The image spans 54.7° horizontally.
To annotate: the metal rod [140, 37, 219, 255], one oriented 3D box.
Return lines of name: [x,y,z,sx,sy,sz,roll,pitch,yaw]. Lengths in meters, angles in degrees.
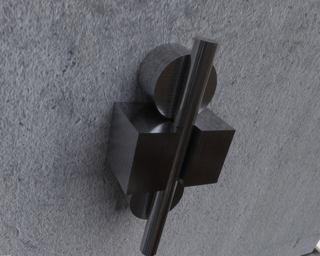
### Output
metal rod: [0.016,0.041,0.377,0.025,0.025,0.298,-1,119,-28]

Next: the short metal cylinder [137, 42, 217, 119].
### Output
short metal cylinder: [0.020,-0.056,0.368,0.081,0.050,0.079,-14,124,-21]

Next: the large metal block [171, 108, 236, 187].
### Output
large metal block: [0.044,0.019,0.408,0.050,0.080,0.079,-1,119,-28]

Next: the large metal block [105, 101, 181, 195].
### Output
large metal block: [-0.024,0.021,0.372,0.050,0.080,0.079,-1,119,-28]

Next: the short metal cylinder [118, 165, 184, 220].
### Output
short metal cylinder: [-0.013,0.081,0.436,0.081,0.050,0.079,-14,124,-21]
